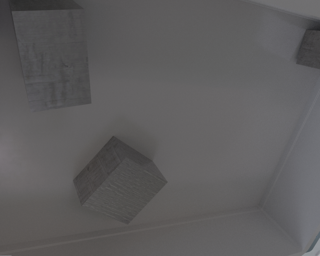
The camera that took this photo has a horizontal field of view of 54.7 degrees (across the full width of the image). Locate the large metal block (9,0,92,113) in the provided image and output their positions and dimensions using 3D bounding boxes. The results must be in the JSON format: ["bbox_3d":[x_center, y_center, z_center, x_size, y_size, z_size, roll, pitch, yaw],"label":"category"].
[{"bbox_3d":[-0.099,-0.070,0.275,0.050,0.080,0.079,-11,123,-23],"label":"large metal block"}]

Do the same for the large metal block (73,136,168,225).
[{"bbox_3d":[-0.052,0.070,0.407,0.080,0.050,0.080,-48,129,5],"label":"large metal block"}]

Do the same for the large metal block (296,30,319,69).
[{"bbox_3d":[0.258,-0.104,0.435,0.081,0.080,0.050,4,108,-17],"label":"large metal block"}]
